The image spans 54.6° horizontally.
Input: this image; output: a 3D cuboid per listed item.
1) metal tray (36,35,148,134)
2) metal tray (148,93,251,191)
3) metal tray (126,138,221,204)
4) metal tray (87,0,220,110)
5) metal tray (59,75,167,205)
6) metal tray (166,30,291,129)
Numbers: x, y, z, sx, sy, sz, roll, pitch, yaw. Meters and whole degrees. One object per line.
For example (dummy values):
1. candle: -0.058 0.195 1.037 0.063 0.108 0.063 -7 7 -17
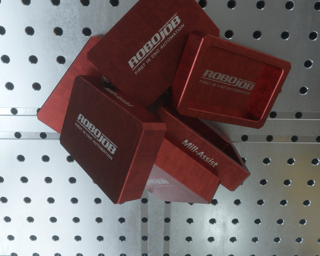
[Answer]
1. metal tray: -0.082 -0.040 0.395 0.090 0.030 0.130 37 106 -14
2. metal tray: 0.044 0.013 0.383 0.130 0.090 0.030 36 106 -13
3. metal tray: 0.002 0.055 0.383 0.090 0.130 0.030 37 67 -13
4. metal tray: -0.007 -0.095 0.356 0.130 0.030 0.090 -46 108 0
5. metal tray: -0.058 0.007 0.335 0.030 0.130 0.089 0 117 -46
6. metal tray: 0.083 -0.052 0.366 0.131 0.030 0.089 9 112 -27
